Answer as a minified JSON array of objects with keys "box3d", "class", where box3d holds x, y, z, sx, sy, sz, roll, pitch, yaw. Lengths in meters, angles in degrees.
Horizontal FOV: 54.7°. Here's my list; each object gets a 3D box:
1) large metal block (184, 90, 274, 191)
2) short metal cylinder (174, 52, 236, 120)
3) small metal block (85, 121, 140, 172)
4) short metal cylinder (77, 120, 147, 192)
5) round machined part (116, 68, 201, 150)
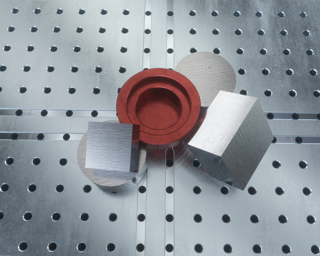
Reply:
[{"box3d":[0.086,0.015,0.371,0.050,0.080,0.080,20,67,43],"class":"large metal block"},{"box3d":[0.057,-0.055,0.419,0.081,0.050,0.080,0,70,0],"class":"short metal cylinder"},{"box3d":[-0.051,0.019,0.338,0.050,0.025,0.050,4,89,14],"class":"small metal block"},{"box3d":[-0.056,0.036,0.384,0.081,0.050,0.080,0,70,0],"class":"short metal cylinder"},{"box3d":[-0.002,-0.020,0.379,0.099,0.042,0.098,0,70,0],"class":"round machined part"}]
